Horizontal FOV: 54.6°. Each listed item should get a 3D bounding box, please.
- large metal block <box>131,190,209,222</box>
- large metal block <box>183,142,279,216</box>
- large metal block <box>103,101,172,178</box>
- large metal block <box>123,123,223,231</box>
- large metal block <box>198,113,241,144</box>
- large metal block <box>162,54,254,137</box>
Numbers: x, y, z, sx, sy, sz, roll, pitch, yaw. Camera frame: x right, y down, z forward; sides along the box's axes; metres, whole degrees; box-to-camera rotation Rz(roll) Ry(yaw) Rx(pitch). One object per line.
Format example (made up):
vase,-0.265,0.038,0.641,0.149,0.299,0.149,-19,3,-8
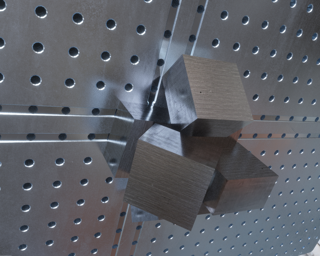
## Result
large metal block,0.011,0.101,0.436,0.081,0.050,0.080,2,162,-29
large metal block,0.085,0.060,0.393,0.081,0.080,0.050,1,118,-29
large metal block,-0.017,0.017,0.396,0.081,0.050,0.080,7,115,-32
large metal block,0.014,0.051,0.339,0.080,0.050,0.079,21,115,11
large metal block,0.057,0.021,0.438,0.081,0.050,0.079,3,117,-30
large metal block,0.056,-0.036,0.374,0.081,0.080,0.050,2,156,-29
